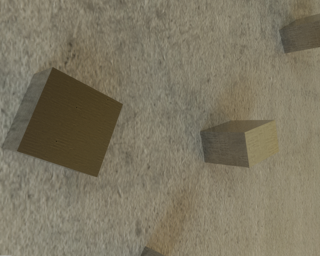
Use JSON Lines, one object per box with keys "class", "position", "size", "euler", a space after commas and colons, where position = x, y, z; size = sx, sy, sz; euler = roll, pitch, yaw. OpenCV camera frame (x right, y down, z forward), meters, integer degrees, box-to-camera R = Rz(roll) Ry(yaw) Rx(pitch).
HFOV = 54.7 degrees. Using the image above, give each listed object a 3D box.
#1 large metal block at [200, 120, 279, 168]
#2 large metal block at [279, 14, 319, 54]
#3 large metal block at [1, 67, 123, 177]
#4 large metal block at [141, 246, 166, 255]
{"class": "large metal block", "position": [0.122, 0.021, 0.474], "size": [0.081, 0.080, 0.050], "euler": [-17, 101, -39]}
{"class": "large metal block", "position": [0.303, -0.195, 0.627], "size": [0.081, 0.080, 0.050], "euler": [-34, 112, -35]}
{"class": "large metal block", "position": [-0.095, -0.003, 0.310], "size": [0.080, 0.050, 0.080], "euler": [28, 73, -37]}
{"class": "large metal block", "position": [0.003, 0.202, 0.374], "size": [0.050, 0.080, 0.080], "euler": [46, 62, -31]}
